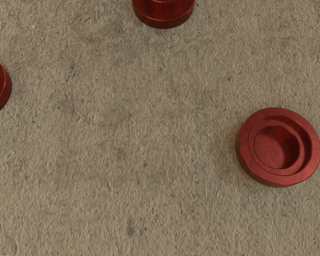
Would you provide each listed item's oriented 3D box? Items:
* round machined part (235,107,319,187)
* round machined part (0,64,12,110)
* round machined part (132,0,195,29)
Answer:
[{"bbox_3d":[0.144,0.027,0.390,0.099,0.042,0.098,0,70,0],"label":"round machined part"},{"bbox_3d":[-0.260,-0.059,0.419,0.099,0.042,0.098,0,70,0],"label":"round machined part"},{"bbox_3d":[0.005,-0.205,0.474,0.099,0.042,0.098,0,70,0],"label":"round machined part"}]
